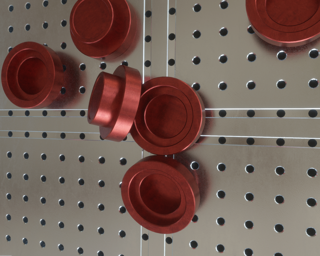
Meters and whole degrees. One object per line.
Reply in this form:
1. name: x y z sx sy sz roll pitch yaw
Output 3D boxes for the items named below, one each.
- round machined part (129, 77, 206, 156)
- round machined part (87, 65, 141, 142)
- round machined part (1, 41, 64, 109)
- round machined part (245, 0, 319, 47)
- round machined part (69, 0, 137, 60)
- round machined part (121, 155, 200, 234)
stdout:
1. round machined part: 0.010 -0.015 0.400 0.098 0.042 0.097 0 90 20
2. round machined part: -0.063 -0.034 0.396 0.042 0.098 0.097 14 96 -24
3. round machined part: -0.187 -0.078 0.470 0.098 0.042 0.097 0 90 20
4. round machined part: 0.149 -0.140 0.351 0.098 0.042 0.097 0 90 20
5. round machined part: -0.086 -0.148 0.435 0.098 0.042 0.097 0 90 20
6. round machined part: 0.003 0.080 0.394 0.098 0.042 0.097 7 108 22
